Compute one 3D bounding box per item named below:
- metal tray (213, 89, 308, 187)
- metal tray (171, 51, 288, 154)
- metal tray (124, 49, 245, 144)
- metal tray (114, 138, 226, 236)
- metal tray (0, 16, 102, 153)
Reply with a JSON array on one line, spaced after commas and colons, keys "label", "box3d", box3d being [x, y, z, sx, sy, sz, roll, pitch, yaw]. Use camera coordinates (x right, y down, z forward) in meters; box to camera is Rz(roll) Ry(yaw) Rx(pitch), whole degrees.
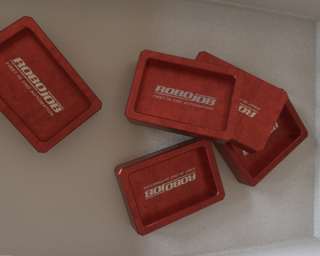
[{"label": "metal tray", "box3d": [0.151, 0.012, 0.463, 0.131, 0.030, 0.090, -38, 102, -16]}, {"label": "metal tray", "box3d": [0.091, -0.034, 0.416, 0.130, 0.030, 0.090, 28, 80, 5]}, {"label": "metal tray", "box3d": [0.031, -0.038, 0.384, 0.131, 0.030, 0.090, 13, 79, 2]}, {"label": "metal tray", "box3d": [0.015, 0.073, 0.413, 0.131, 0.030, 0.090, -19, 96, -19]}, {"label": "metal tray", "box3d": [-0.143, -0.047, 0.355, 0.090, 0.030, 0.130, -42, 103, -15]}]
